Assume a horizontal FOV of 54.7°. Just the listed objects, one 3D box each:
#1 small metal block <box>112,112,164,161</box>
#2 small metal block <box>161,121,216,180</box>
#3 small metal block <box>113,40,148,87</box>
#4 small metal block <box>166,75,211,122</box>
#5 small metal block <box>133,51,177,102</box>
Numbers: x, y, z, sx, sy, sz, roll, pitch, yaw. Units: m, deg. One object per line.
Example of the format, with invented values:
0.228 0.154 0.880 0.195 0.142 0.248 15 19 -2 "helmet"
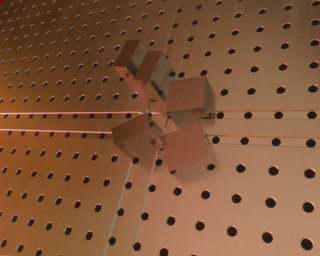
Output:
-0.026 0.012 0.397 0.050 0.050 0.025 -24 53 13 "small metal block"
0.033 0.027 0.373 0.050 0.025 0.050 -23 53 14 "small metal block"
-0.038 -0.097 0.470 0.025 0.050 0.050 11 68 33 "small metal block"
0.039 -0.038 0.411 0.050 0.025 0.050 -6 59 24 "small metal block"
-0.006 -0.073 0.439 0.025 0.050 0.050 11 67 32 "small metal block"
